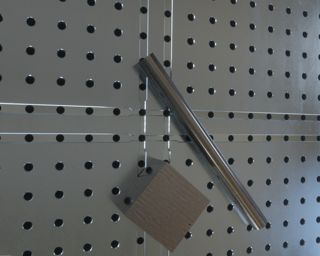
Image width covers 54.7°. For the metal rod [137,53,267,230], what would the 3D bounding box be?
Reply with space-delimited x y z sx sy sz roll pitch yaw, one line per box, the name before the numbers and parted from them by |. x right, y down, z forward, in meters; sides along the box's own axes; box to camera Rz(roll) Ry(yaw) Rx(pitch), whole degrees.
metal rod | 0.066 0.027 0.438 0.025 0.025 0.299 -39 103 -16

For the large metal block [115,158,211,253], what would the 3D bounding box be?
large metal block | 0.003 0.097 0.402 0.080 0.050 0.080 43 76 -15
